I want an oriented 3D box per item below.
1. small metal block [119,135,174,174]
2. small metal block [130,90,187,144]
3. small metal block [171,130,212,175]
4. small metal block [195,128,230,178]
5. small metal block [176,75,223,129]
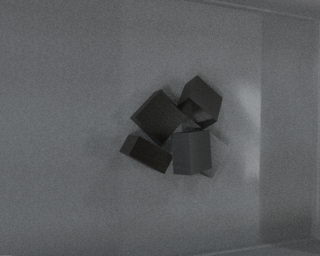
[{"bbox_3d":[-0.018,0.032,0.389,0.050,0.050,0.025,31,80,-18],"label":"small metal block"},{"bbox_3d":[-0.002,-0.014,0.408,0.050,0.025,0.050,45,76,-15],"label":"small metal block"},{"bbox_3d":[0.040,0.029,0.386,0.050,0.025,0.050,-5,92,-52],"label":"small metal block"},{"bbox_3d":[0.061,0.034,0.432,0.050,0.025,0.050,37,78,-17],"label":"small metal block"},{"bbox_3d":[0.055,-0.035,0.418,0.050,0.025,0.050,39,45,-17],"label":"small metal block"}]
